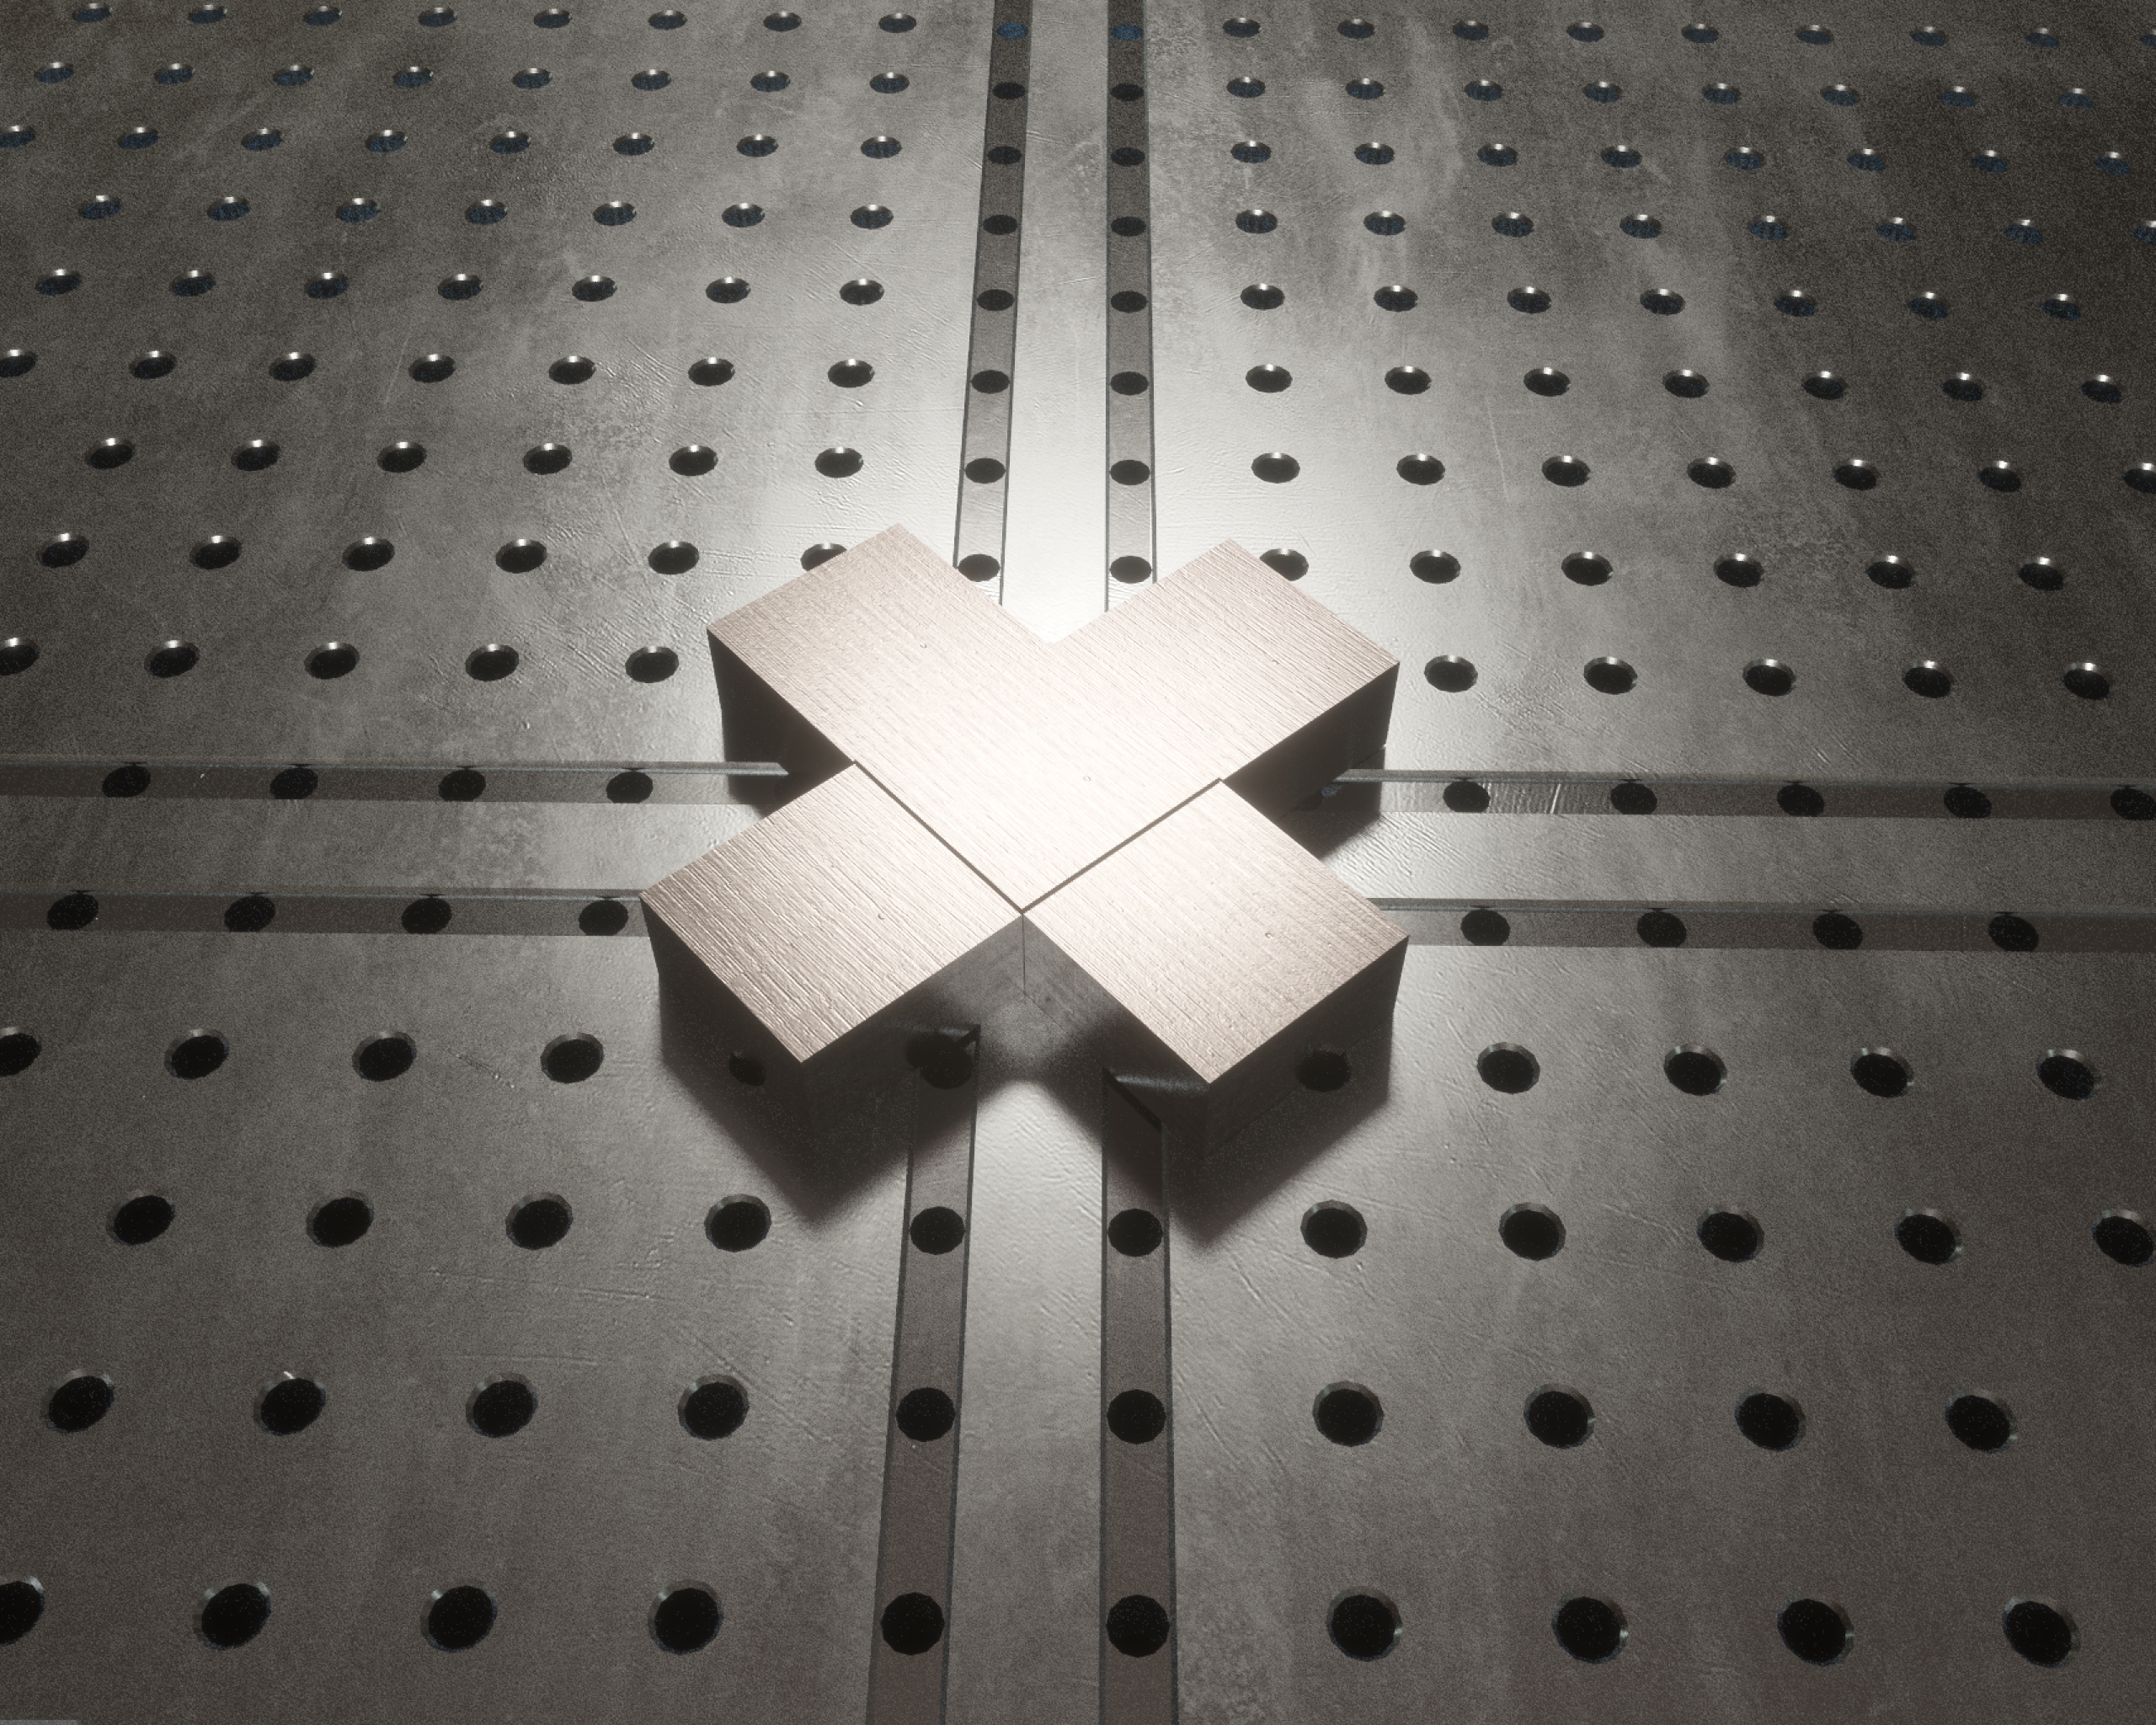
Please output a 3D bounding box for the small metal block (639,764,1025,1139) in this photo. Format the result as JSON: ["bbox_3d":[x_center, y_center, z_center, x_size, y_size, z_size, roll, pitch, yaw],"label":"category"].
[{"bbox_3d":[-0.046,0.016,0.394,0.050,0.025,0.050,-34,58,-26],"label":"small metal block"}]

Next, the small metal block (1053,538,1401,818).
[{"bbox_3d":[0.030,-0.035,0.437,0.050,0.025,0.050,-34,58,-26],"label":"small metal block"}]

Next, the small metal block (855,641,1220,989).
[{"bbox_3d":[-0.008,-0.011,0.415,0.050,0.025,0.050,-34,58,-26],"label":"small metal block"}]

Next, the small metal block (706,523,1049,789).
[{"bbox_3d":[-0.041,-0.039,0.440,0.050,0.025,0.050,-34,58,-25],"label":"small metal block"}]

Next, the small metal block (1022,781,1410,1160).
[{"bbox_3d":[0.025,0.019,0.392,0.050,0.025,0.050,-34,58,-25],"label":"small metal block"}]
